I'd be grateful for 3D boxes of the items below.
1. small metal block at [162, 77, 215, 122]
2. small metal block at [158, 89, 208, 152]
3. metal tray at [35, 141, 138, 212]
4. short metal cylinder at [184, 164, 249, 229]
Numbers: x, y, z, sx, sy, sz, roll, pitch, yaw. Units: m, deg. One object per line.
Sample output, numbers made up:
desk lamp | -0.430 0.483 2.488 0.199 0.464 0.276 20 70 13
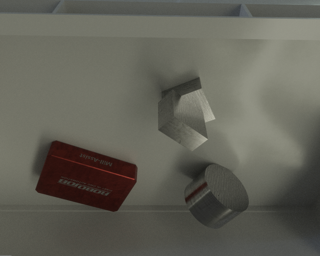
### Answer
small metal block | 0.035 -0.028 0.386 0.050 0.025 0.050 -19 128 15
small metal block | 0.025 -0.009 0.353 0.050 0.050 0.025 33 123 -25
metal tray | -0.111 0.077 0.470 0.131 0.030 0.089 20 127 -17
short metal cylinder | 0.084 0.101 0.460 0.080 0.080 0.050 26 125 -21
